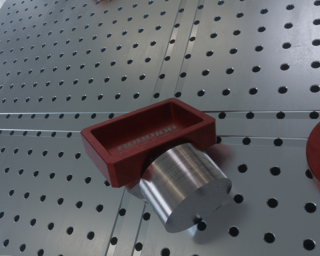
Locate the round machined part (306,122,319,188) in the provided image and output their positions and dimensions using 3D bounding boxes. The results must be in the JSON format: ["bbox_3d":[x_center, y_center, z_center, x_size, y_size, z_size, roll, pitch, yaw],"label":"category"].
[{"bbox_3d":[0.188,0.021,0.285,0.098,0.042,0.098,-13,56,21],"label":"round machined part"}]

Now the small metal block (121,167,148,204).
[{"bbox_3d":[-0.027,0.058,0.371,0.025,0.050,0.050,-41,51,1],"label":"small metal block"}]

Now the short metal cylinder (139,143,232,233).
[{"bbox_3d":[0.026,0.062,0.319,0.080,0.080,0.050,-40,55,1],"label":"short metal cylinder"}]

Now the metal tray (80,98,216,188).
[{"bbox_3d":[-0.013,0.010,0.353,0.131,0.030,0.090,-22,32,-24],"label":"metal tray"}]
